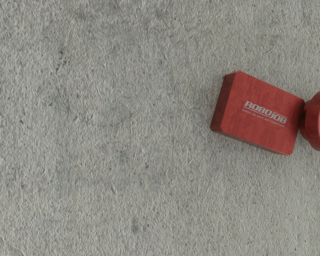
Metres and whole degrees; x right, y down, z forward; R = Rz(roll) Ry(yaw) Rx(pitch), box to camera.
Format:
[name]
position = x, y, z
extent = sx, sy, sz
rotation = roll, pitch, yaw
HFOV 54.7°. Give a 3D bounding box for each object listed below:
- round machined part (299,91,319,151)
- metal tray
[round machined part]
position = 0.257, -0.011, 0.488
extent = 0.099, 0.042, 0.097
rotation = -3, 95, -32
[metal tray]
position = 0.147, -0.020, 0.461
extent = 0.131, 0.030, 0.090
rotation = 19, 84, -19
